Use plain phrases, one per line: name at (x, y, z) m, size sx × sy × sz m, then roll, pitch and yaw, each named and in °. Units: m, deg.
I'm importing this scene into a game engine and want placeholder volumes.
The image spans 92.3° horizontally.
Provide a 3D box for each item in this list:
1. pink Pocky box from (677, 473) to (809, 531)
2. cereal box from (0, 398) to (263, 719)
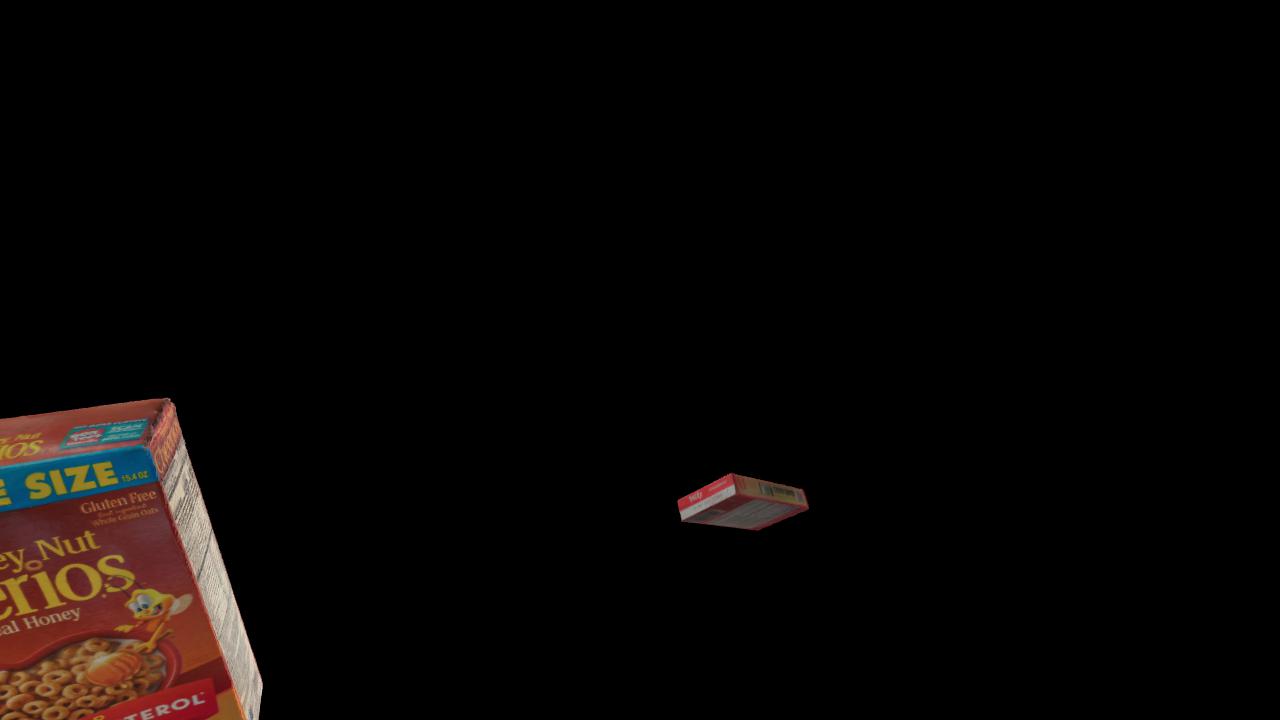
pink Pocky box at (0.125, 0.171, 0.728) m, size 0.155 × 0.029 × 0.084 m, roll 20°, pitch -44°, yaw -42°
cereal box at (-0.409, 0.185, 0.424) m, size 0.203 × 0.306 × 0.081 m, roll -8°, pitch 28°, yaw -23°
